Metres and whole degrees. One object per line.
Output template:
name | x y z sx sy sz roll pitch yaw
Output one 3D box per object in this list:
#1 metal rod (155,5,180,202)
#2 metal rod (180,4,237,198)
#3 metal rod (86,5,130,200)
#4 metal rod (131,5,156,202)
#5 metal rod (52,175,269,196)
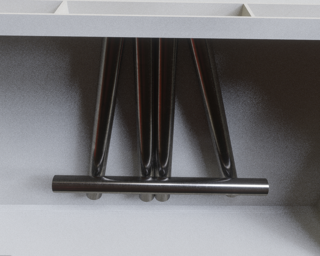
metal rod | 0.006 -0.004 0.404 0.025 0.025 0.298 0 130 -1
metal rod | 0.074 -0.009 0.401 0.025 0.025 0.299 -12 129 10
metal rod | -0.074 -0.006 0.402 0.025 0.025 0.298 9 130 -8
metal rod | -0.019 -0.004 0.404 0.025 0.025 0.298 1 130 -1
metal rod | 0.001 0.082 0.443 0.302 0.025 0.025 1 130 -1
